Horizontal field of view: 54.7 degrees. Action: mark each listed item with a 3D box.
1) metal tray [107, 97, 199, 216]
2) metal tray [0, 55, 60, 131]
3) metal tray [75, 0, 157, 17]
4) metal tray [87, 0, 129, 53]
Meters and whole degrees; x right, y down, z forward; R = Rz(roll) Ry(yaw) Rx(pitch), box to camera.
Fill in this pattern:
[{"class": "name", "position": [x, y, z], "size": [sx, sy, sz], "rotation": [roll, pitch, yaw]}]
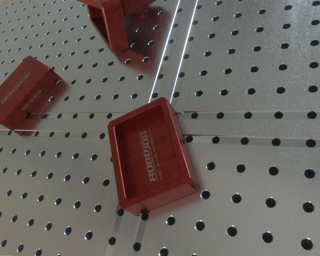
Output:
[{"class": "metal tray", "position": [-0.013, 0.032, 0.390], "size": [0.090, 0.030, 0.130], "rotation": [-25, 53, 12]}, {"class": "metal tray", "position": [-0.260, -0.068, 0.580], "size": [0.090, 0.030, 0.130], "rotation": [31, 78, 37]}, {"class": "metal tray", "position": [-0.081, -0.243, 0.550], "size": [0.130, 0.030, 0.090], "rotation": [29, 53, 28]}, {"class": "metal tray", "position": [-0.097, -0.201, 0.535], "size": [0.030, 0.090, 0.130], "rotation": [-22, 50, -14]}]
